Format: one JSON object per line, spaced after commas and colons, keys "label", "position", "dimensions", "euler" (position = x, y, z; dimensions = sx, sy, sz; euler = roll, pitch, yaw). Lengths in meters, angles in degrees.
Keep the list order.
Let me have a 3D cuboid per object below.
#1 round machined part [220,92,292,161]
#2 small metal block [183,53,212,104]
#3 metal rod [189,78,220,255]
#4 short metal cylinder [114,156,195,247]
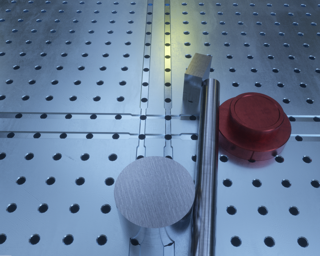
{"label": "round machined part", "position": [0.122, -0.009, 0.406], "dimensions": [0.099, 0.042, 0.098], "euler": [1, 50, 0]}
{"label": "small metal block", "position": [0.055, -0.073, 0.453], "dimensions": [0.025, 0.050, 0.050], "euler": [17, 52, 13]}
{"label": "metal rod", "position": [0.051, 0.060, 0.344], "dimensions": [0.025, 0.025, 0.300], "euler": [6, 54, 5]}
{"label": "short metal cylinder", "position": [-0.005, 0.077, 0.327], "dimensions": [0.081, 0.050, 0.080], "euler": [0, 50, 0]}
